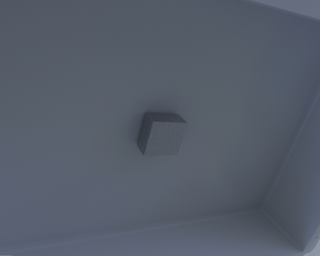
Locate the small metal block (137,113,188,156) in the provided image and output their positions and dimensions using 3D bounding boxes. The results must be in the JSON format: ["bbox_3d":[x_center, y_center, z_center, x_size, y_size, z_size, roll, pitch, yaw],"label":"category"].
[{"bbox_3d":[0.002,0.009,0.410,0.050,0.025,0.050,2,118,-29],"label":"small metal block"}]
